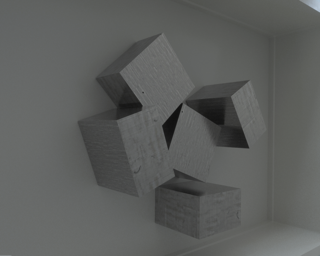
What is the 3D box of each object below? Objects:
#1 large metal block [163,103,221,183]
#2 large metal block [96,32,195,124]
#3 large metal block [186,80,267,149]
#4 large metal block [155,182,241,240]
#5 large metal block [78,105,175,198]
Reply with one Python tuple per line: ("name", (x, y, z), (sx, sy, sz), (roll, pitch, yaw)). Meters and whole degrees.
("large metal block", (0.029, 0.021, 0.415), (0.080, 0.050, 0.080), (28, 72, -37))
("large metal block", (-0.015, -0.055, 0.377), (0.080, 0.050, 0.080), (-50, 120, -29))
("large metal block", (0.097, -0.019, 0.452), (0.050, 0.080, 0.080), (-38, 114, -34))
("large metal block", (0.051, 0.105, 0.415), (0.081, 0.080, 0.050), (1, 90, -40))
("large metal block", (-0.038, 0.022, 0.339), (0.050, 0.080, 0.080), (-24, 106, -38))
